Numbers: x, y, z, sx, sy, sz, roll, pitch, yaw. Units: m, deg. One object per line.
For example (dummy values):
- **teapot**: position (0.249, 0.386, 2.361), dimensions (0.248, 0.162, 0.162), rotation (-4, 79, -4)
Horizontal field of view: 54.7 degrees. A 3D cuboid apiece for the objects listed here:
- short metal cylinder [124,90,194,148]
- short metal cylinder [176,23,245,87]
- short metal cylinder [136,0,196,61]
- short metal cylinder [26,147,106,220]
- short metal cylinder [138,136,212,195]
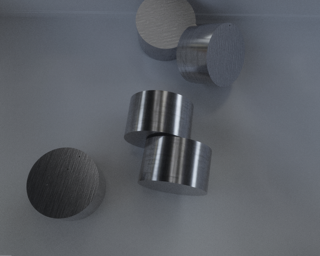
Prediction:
- **short metal cylinder**: position (-0.001, -0.006, 0.383), dimensions (0.080, 0.080, 0.050), rotation (7, 70, 2)
- **short metal cylinder**: position (0.068, -0.097, 0.409), dimensions (0.050, 0.080, 0.080), rotation (17, 66, 45)
- **short metal cylinder**: position (0.007, -0.142, 0.439), dimensions (0.081, 0.050, 0.080), rotation (0, 83, -1)
- **short metal cylinder**: position (-0.109, 0.068, 0.370), dimensions (0.081, 0.050, 0.080), rotation (0, 70, 0)
- **short metal cylinder**: position (0.018, 0.047, 0.364), dimensions (0.080, 0.080, 0.050), rotation (9, 70, 3)
